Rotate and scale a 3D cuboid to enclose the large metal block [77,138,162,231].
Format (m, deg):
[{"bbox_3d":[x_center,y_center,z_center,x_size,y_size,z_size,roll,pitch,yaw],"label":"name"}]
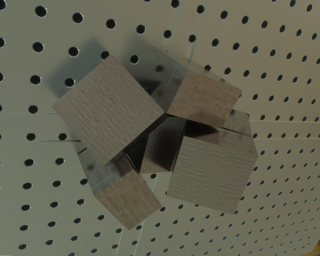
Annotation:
[{"bbox_3d":[-0.051,0.066,0.386,0.050,0.080,0.080,-35,130,-6],"label":"large metal block"}]

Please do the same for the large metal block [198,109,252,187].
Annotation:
[{"bbox_3d":[0.085,0.022,0.424,0.050,0.080,0.079,17,114,6],"label":"large metal block"}]

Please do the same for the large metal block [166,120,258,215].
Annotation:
[{"bbox_3d":[0.059,0.044,0.364,0.080,0.050,0.079,15,114,2],"label":"large metal block"}]

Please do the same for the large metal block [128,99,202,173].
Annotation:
[{"bbox_3d":[0.009,0.010,0.405,0.081,0.050,0.079,1,118,-29],"label":"large metal block"}]

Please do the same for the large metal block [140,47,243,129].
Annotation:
[{"bbox_3d":[0.033,-0.047,0.364,0.081,0.080,0.050,14,111,-34],"label":"large metal block"}]

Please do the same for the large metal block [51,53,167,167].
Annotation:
[{"bbox_3d":[-0.050,-0.017,0.329,0.080,0.080,0.050,-42,174,0],"label":"large metal block"}]
